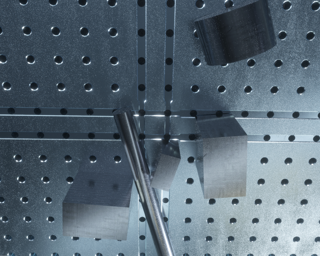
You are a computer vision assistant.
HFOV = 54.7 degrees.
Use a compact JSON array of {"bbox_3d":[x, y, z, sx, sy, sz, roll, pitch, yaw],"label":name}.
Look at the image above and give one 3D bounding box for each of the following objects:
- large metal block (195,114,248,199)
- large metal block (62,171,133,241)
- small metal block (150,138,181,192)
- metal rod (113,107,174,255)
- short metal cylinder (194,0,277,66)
[{"bbox_3d":[0.076,0.033,0.397,0.050,0.080,0.079,-4,110,1],"label":"large metal block"},{"bbox_3d":[-0.080,0.103,0.421,0.081,0.080,0.050,5,110,-3],"label":"large metal block"},{"bbox_3d":[0.007,0.049,0.418,0.025,0.050,0.050,17,109,-6],"label":"small metal block"},{"bbox_3d":[-0.014,0.113,0.454,0.025,0.025,0.298,-13,110,4],"label":"metal rod"},{"bbox_3d":[0.084,-0.108,0.346,0.080,0.080,0.050,-18,109,6],"label":"short metal cylinder"}]
